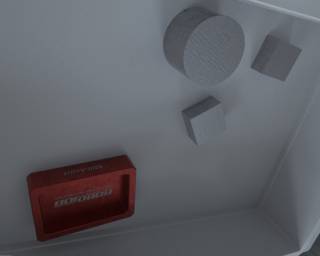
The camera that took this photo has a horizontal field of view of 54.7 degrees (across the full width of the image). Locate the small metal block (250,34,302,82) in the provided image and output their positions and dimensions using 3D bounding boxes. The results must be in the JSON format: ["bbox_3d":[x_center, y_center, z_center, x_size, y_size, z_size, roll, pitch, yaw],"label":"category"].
[{"bbox_3d":[0.165,-0.099,0.441,0.050,0.025,0.050,10,113,-33],"label":"small metal block"}]

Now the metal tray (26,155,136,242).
[{"bbox_3d":[-0.099,0.091,0.408,0.131,0.030,0.089,-10,123,-24],"label":"metal tray"}]

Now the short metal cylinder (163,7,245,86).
[{"bbox_3d":[0.051,-0.095,0.363,0.081,0.050,0.079,-14,125,-21],"label":"short metal cylinder"}]

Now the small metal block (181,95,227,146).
[{"bbox_3d":[0.063,-0.010,0.439,0.050,0.025,0.050,-29,129,-11],"label":"small metal block"}]
